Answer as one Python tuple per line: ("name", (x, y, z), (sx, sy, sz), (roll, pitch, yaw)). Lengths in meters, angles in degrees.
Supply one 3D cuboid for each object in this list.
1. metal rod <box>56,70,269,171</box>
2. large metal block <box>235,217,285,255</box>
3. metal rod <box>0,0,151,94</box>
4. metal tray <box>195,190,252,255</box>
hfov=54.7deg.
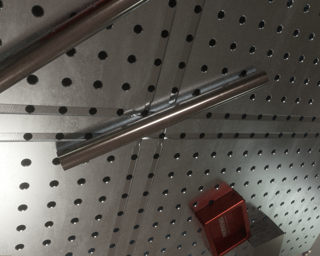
("metal rod", (0.015, -0.016, 0.410), (0.302, 0.025, 0.025), (-23, 127, -15))
("large metal block", (0.215, 0.251, 0.672), (0.081, 0.050, 0.079), (-16, 125, -20))
("metal rod", (-0.085, -0.095, 0.306), (0.301, 0.025, 0.025), (-34, 129, -6))
("metal tray", (0.125, 0.189, 0.595), (0.090, 0.030, 0.129), (-28, 129, -11))
